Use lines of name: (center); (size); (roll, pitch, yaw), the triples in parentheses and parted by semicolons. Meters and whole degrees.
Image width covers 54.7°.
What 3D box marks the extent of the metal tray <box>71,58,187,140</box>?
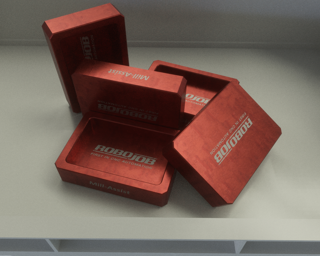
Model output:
metal tray: (-0.036, -0.032, 0.386); (0.131, 0.089, 0.030); (12, 51, 9)

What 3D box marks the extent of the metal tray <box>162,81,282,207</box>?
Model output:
metal tray: (0.076, 0.015, 0.362); (0.090, 0.030, 0.131); (47, 60, -1)

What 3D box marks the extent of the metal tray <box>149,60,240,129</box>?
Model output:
metal tray: (0.037, -0.045, 0.438); (0.130, 0.030, 0.090); (16, 52, 13)

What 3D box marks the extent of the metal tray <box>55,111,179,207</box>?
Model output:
metal tray: (-0.044, 0.033, 0.370); (0.131, 0.030, 0.090); (12, 51, 10)

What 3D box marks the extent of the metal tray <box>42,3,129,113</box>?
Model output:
metal tray: (-0.088, -0.086, 0.405); (0.091, 0.129, 0.030); (-24, 55, -19)
